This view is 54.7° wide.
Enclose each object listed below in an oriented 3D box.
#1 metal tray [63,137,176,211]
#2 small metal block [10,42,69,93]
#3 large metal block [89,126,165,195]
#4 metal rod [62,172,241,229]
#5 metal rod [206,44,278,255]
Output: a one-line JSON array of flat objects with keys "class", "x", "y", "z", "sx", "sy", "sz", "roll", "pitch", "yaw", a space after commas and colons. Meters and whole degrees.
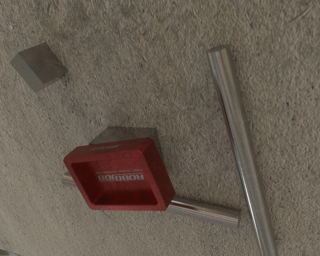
[{"class": "metal tray", "x": -0.055, "y": 0.064, "z": 0.405, "sx": 0.130, "sy": 0.030, "sz": 0.090, "roll": -9, "pitch": 114, "yaw": 31}, {"class": "small metal block", "x": -0.164, "y": -0.083, "z": 0.423, "sx": 0.025, "sy": 0.050, "sz": 0.050, "roll": -31, "pitch": 102, "yaw": 37}, {"class": "large metal block", "x": -0.043, "y": 0.045, "z": 0.440, "sx": 0.080, "sy": 0.050, "sz": 0.079, "roll": 2, "pitch": 119, "yaw": 27}, {"class": "metal rod", "x": -0.027, "y": 0.108, "z": 0.486, "sx": 0.301, "sy": 0.025, "sz": 0.025, "roll": 8, "pitch": 122, "yaw": 23}, {"class": "metal rod", "x": 0.107, "y": 0.047, "z": 0.379, "sx": 0.025, "sy": 0.025, "sz": 0.298, "roll": -6, "pitch": 116, "yaw": 30}]
